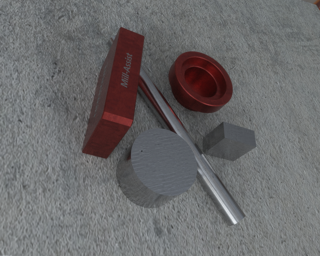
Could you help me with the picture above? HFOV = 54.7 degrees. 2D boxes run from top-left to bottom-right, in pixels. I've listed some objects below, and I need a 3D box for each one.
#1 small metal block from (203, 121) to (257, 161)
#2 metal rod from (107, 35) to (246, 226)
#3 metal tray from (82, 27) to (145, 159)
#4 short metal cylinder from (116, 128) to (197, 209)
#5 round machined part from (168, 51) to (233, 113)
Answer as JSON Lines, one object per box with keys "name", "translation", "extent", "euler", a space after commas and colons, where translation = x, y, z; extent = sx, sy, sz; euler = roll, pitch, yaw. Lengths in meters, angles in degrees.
{"name": "small metal block", "translation": [0.095, 0.020, 0.427], "extent": [0.050, 0.050, 0.025], "euler": [15, 56, -20]}
{"name": "metal rod", "translation": [0.016, -0.005, 0.420], "extent": [0.025, 0.025, 0.299], "euler": [-25, 75, -37]}
{"name": "metal tray", "translation": [-0.054, -0.041, 0.360], "extent": [0.030, 0.090, 0.130], "euler": [17, 55, -19]}
{"name": "short metal cylinder", "translation": [-0.005, 0.047, 0.359], "extent": [0.081, 0.050, 0.080], "euler": [14, 56, -21]}
{"name": "round machined part", "translation": [0.056, -0.064, 0.465], "extent": [0.099, 0.042, 0.098], "euler": [14, 56, -21]}
